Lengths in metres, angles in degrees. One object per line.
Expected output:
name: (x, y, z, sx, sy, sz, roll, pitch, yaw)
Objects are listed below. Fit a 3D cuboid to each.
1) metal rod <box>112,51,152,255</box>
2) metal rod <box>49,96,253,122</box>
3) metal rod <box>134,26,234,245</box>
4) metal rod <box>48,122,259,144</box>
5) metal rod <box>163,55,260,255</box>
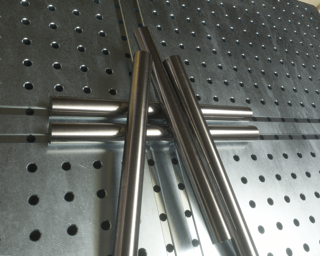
metal rod: (-0.030, 0.041, 0.344, 0.025, 0.025, 0.299, 14, 63, -21)
metal rod: (0.007, -0.023, 0.428, 0.303, 0.025, 0.025, 1, 62, -28)
metal rod: (0.022, -0.007, 0.394, 0.025, 0.025, 0.299, -6, 65, -31)
metal rod: (0.012, 0.007, 0.412, 0.303, 0.025, 0.025, 1, 62, -28)
metal rod: (0.065, 0.042, 0.395, 0.025, 0.025, 0.299, -11, 75, -33)
